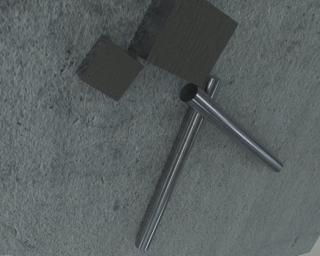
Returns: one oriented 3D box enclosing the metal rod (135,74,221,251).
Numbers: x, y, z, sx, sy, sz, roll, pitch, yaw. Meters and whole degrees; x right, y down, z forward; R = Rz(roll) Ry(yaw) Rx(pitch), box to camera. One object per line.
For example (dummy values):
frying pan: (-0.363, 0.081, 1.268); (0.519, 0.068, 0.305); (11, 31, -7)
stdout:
metal rod: (0.019, 0.063, 0.458); (0.025, 0.025, 0.298); (7, 115, -32)

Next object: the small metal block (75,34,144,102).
small metal block: (-0.055, -0.065, 0.338); (0.050, 0.025, 0.050); (31, 101, -39)

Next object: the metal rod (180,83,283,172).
metal rod: (0.124, 0.014, 0.465); (0.025, 0.025, 0.301); (-51, 135, 8)

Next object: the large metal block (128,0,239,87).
large metal block: (0.025, -0.102, 0.343); (0.081, 0.050, 0.080); (19, 108, -36)
